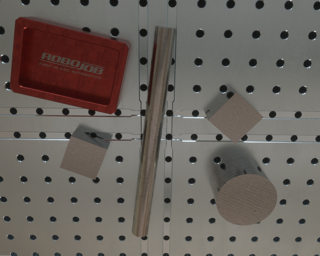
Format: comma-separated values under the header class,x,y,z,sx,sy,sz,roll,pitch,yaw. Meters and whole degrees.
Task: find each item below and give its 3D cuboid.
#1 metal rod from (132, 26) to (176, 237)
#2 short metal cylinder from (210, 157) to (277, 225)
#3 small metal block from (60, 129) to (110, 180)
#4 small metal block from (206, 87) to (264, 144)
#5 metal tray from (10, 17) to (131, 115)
class,x,y,z,sx,sy,sz,roll,pitch,yaw
metal rod,-0.012,0.019,0.420,0.025,0.025,0.298,7,110,-3
short metal cylinder,0.115,0.087,0.433,0.081,0.050,0.079,0,110,0
small metal block,-0.103,0.037,0.426,0.050,0.025,0.050,21,109,-8
small metal block,0.097,-0.016,0.408,0.050,0.025,0.050,40,105,-14
metal tray,-0.109,-0.076,0.381,0.131,0.030,0.089,13,110,-5
